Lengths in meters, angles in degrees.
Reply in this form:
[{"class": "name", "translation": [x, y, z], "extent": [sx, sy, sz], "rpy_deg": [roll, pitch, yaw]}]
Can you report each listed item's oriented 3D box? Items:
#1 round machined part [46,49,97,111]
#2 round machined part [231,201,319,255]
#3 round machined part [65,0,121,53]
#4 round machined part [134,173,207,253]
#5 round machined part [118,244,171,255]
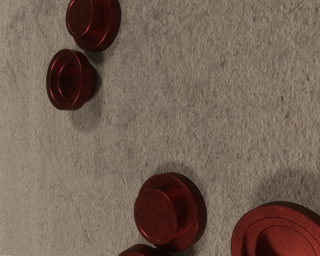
[{"class": "round machined part", "translation": [-0.141, -0.077, 0.507], "extent": [0.098, 0.042, 0.097], "rpy_deg": [0, 90, 39]}, {"class": "round machined part", "translation": [0.121, 0.118, 0.293], "extent": [0.098, 0.042, 0.097], "rpy_deg": [0, 90, 39]}, {"class": "round machined part", "translation": [-0.110, -0.170, 0.482], "extent": [0.098, 0.042, 0.097], "rpy_deg": [0, 90, 39]}, {"class": "round machined part", "translation": [0.006, 0.106, 0.388], "extent": [0.098, 0.042, 0.097], "rpy_deg": [0, 90, 39]}, {"class": "round machined part", "translation": [-0.010, 0.194, 0.394], "extent": [0.098, 0.042, 0.097], "rpy_deg": [10, 105, 39]}]
